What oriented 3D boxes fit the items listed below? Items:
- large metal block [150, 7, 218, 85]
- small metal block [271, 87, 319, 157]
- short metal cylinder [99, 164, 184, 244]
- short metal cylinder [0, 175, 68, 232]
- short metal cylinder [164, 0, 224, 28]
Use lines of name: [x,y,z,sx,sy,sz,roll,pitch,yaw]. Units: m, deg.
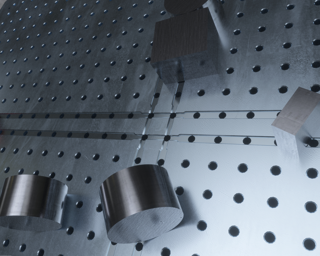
large metal block: [0.037,-0.116,0.444,0.080,0.050,0.080,-8,58,24]
small metal block: [0.144,-0.006,0.320,0.025,0.050,0.050,32,79,38]
short metal cylinder: [-0.021,0.083,0.333,0.080,0.080,0.050,-29,52,10]
short metal cylinder: [-0.164,0.099,0.399,0.080,0.080,0.050,-13,56,21]
short metal cylinder: [0.053,-0.187,0.479,0.080,0.050,0.080,-13,56,21]
